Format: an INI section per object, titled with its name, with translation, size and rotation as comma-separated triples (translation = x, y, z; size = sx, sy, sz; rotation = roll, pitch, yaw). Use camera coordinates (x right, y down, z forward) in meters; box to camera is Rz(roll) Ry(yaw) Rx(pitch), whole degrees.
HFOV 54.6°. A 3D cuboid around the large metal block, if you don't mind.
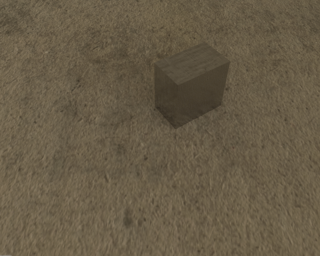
[large metal block]
translation = 0.040, -0.057, 0.416
size = 0.080, 0.080, 0.050
rotation = -27, 55, -21
